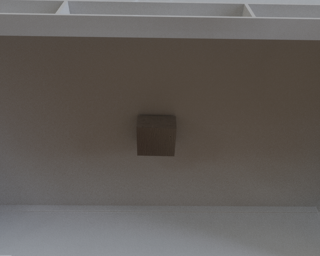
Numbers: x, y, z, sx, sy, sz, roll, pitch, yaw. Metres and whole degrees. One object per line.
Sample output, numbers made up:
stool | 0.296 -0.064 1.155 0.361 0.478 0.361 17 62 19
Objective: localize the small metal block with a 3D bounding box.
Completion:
small metal block | -0.005 0.011 0.413 0.050 0.025 0.050 1 130 -1
